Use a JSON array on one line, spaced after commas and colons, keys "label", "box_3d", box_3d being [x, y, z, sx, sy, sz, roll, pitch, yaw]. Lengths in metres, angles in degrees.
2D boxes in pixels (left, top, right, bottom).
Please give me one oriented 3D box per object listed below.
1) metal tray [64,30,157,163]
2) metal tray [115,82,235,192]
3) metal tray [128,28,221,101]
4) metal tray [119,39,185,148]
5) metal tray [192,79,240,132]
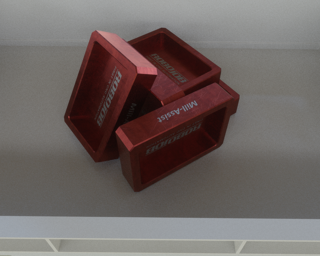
[{"label": "metal tray", "box_3d": [-0.064, -0.035, 0.366, 0.030, 0.129, 0.090, -6, 42, -47]}, {"label": "metal tray", "box_3d": [0.018, 0.011, 0.351, 0.131, 0.089, 0.030, -26, 55, -21]}, {"label": "metal tray", "box_3d": [0.009, -0.086, 0.433, 0.091, 0.030, 0.130, -30, 56, -23]}, {"label": "metal tray", "box_3d": [-0.023, -0.043, 0.396, 0.030, 0.089, 0.130, -30, 57, -23]}, {"label": "metal tray", "box_3d": [0.037, -0.053, 0.447, 0.091, 0.030, 0.130, -28, 55, -20]}]
